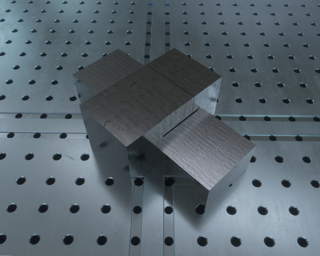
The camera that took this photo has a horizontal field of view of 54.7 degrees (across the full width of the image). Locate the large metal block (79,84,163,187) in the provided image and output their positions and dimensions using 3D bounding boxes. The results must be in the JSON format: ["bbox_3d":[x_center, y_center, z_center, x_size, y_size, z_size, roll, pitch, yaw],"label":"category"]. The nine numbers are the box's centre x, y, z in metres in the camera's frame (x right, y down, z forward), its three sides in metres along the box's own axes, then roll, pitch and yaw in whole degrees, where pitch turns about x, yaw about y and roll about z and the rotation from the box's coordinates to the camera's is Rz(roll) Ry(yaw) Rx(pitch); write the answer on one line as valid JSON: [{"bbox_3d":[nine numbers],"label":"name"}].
[{"bbox_3d":[-0.043,0.009,0.365,0.050,0.080,0.080,-37,60,-27],"label":"large metal block"}]

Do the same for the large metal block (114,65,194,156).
[{"bbox_3d":[-0.008,-0.019,0.388,0.050,0.080,0.080,-37,60,-27],"label":"large metal block"}]

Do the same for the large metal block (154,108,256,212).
[{"bbox_3d":[0.050,0.034,0.363,0.080,0.050,0.080,-37,60,-26],"label":"large metal block"}]

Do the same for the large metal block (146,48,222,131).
[{"bbox_3d":[0.029,-0.045,0.411,0.050,0.080,0.080,-37,60,-27],"label":"large metal block"}]

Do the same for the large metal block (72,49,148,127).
[{"bbox_3d":[-0.061,-0.056,0.435,0.080,0.050,0.080,37,60,26],"label":"large metal block"}]
